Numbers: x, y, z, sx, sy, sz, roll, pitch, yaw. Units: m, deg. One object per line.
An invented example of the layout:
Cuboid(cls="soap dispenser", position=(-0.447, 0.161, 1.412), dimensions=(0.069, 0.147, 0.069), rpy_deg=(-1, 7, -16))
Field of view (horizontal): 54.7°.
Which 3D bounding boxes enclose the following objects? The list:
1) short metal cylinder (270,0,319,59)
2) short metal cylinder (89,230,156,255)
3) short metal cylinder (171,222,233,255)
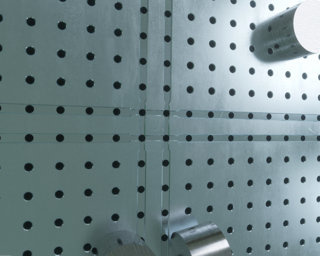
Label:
Cuboid(cls="short metal cylinder", position=(0.221, -0.152, 0.483), dimensions=(0.081, 0.050, 0.079), rpy_deg=(0, 90, -21))
Cuboid(cls="short metal cylinder", position=(-0.046, 0.175, 0.384), dimensions=(0.081, 0.050, 0.079), rpy_deg=(0, 90, -21))
Cuboid(cls="short metal cylinder", position=(0.053, 0.169, 0.405), dimensions=(0.050, 0.080, 0.079), rpy_deg=(-11, 94, -20))
